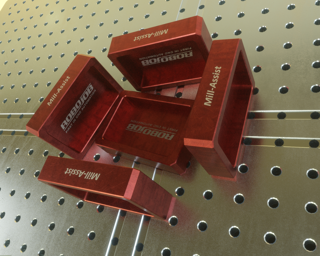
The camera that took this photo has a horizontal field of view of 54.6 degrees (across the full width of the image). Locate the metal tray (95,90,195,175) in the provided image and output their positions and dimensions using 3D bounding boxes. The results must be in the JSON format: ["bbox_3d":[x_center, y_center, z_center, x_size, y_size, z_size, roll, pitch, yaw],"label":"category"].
[{"bbox_3d":[-0.014,0.001,0.412,0.130,0.030,0.090,12,68,33],"label":"metal tray"}]

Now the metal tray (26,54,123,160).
[{"bbox_3d":[-0.115,-0.028,0.446,0.030,0.090,0.130,20,72,36],"label":"metal tray"}]

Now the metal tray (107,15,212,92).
[{"bbox_3d":[0.007,-0.094,0.421,0.130,0.090,0.030,-6,59,25],"label":"metal tray"}]

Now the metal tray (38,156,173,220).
[{"bbox_3d":[-0.062,0.069,0.358,0.130,0.090,0.030,4,64,30],"label":"metal tray"}]

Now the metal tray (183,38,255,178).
[{"bbox_3d":[0.071,-0.021,0.342,0.030,0.090,0.130,5,64,30],"label":"metal tray"}]
